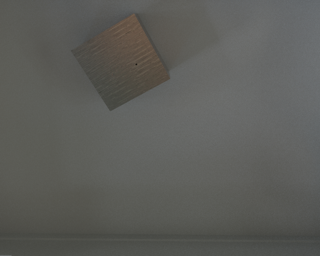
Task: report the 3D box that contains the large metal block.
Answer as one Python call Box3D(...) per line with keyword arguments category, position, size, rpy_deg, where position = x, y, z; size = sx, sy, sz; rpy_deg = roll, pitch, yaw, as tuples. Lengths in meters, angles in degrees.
Box3D(category="large metal block", position=(-0.043, -0.079, 0.369), size=(0.080, 0.050, 0.080), rpy_deg=(-28, 108, 9))
